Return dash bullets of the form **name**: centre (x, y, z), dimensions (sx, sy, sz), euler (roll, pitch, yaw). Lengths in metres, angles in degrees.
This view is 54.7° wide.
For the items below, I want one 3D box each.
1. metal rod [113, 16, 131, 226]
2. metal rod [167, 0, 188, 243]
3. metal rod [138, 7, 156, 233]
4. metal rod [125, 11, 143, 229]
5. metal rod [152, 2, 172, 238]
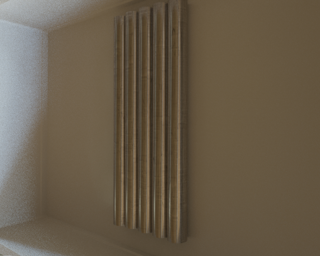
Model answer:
- **metal rod**: centre (-0.055, -0.010, 0.451), dimensions (0.025, 0.025, 0.298), euler (0, 90, 40)
- **metal rod**: centre (0.022, -0.009, 0.387), dimensions (0.025, 0.025, 0.298), euler (0, 90, 40)
- **metal rod**: centre (-0.017, -0.011, 0.419), dimensions (0.025, 0.025, 0.298), euler (0, 90, 40)
- **metal rod**: centre (-0.037, -0.011, 0.436), dimensions (0.025, 0.025, 0.298), euler (0, 90, 40)
- **metal rod**: centre (0.003, -0.010, 0.403), dimensions (0.025, 0.025, 0.298), euler (0, 90, 40)
